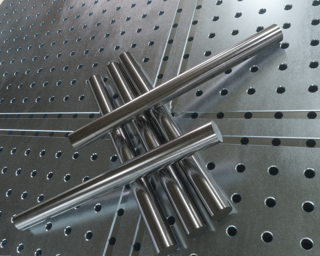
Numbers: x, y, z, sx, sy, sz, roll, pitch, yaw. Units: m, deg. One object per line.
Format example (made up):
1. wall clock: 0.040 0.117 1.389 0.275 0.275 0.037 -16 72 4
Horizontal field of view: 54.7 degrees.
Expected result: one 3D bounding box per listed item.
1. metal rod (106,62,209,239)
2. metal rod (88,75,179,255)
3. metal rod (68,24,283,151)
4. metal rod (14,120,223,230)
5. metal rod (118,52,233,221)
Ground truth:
1. metal rod: -0.018 0.005 0.413 0.025 0.025 0.300 -34 52 6
2. metal rod: -0.049 0.026 0.416 0.025 0.025 0.300 -34 52 6
3. metal rod: 0.021 -0.053 0.402 0.301 0.025 0.025 -28 52 -1
4. metal rod: -0.066 0.066 0.374 0.300 0.025 0.025 -27 52 21
5. metal rod: 0.004 -0.012 0.412 0.025 0.025 0.300 -35 52 5
